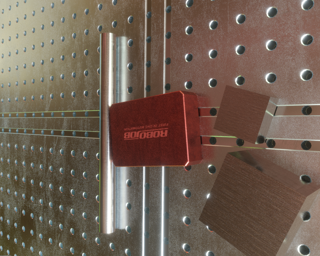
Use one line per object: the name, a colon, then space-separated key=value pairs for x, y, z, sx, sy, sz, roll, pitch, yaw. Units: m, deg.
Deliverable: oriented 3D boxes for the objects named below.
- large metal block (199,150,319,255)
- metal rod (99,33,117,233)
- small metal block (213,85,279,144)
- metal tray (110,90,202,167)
large metal block: x=0.098 y=0.077 z=0.312 sx=0.080 sy=0.050 sz=0.079 roll=31 pitch=109 yaw=35
metal rod: x=-0.079 y=0.008 z=0.472 sx=0.025 sy=0.025 sz=0.298 roll=0 pitch=90 yaw=39
small metal block: x=0.092 y=-0.015 z=0.333 sx=0.050 sy=0.025 sz=0.050 roll=23 pitch=104 yaw=37
metal tray: x=-0.010 y=0.005 z=0.413 sx=0.130 sy=0.030 sz=0.089 roll=-7 pitch=86 yaw=39
